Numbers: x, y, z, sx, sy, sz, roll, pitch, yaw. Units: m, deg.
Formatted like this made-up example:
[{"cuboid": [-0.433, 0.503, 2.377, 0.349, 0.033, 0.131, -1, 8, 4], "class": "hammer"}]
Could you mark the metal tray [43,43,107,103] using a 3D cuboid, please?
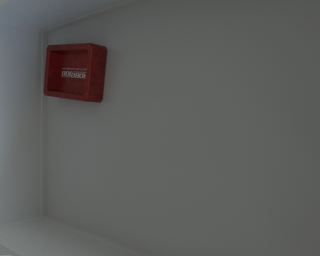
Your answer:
[{"cuboid": [-0.147, -0.094, 0.524, 0.130, 0.030, 0.089, 11, 97, 39], "class": "metal tray"}]
